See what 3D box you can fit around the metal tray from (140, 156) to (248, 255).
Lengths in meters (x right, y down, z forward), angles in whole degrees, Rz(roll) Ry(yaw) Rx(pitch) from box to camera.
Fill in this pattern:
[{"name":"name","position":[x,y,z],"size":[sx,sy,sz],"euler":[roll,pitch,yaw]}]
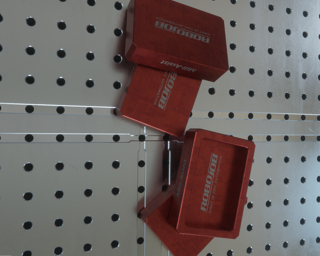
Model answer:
[{"name":"metal tray","position":[0.049,0.110,0.430],"size":[0.130,0.030,0.090],"euler":[-41,103,-16]}]

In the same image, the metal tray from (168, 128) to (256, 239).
[{"name":"metal tray","position":[0.068,0.072,0.404],"size":[0.091,0.030,0.129],"euler":[13,86,-20]}]

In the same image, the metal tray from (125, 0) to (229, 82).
[{"name":"metal tray","position":[0.023,-0.117,0.400],"size":[0.131,0.030,0.090],"euler":[10,65,-22]}]

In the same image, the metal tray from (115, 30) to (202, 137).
[{"name":"metal tray","position":[0.006,-0.062,0.413],"size":[0.091,0.030,0.129],"euler":[22,83,-19]}]
